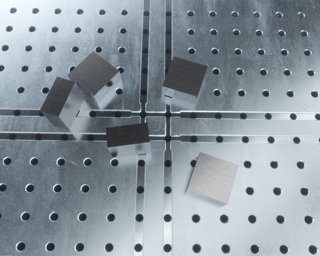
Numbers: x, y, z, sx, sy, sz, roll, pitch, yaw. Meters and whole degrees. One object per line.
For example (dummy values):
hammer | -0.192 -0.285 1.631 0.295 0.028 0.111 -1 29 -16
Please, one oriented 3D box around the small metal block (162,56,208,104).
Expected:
small metal block | 0.035 -0.067 0.437 0.050 0.025 0.050 18 71 6

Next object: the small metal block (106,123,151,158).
small metal block | -0.039 0.017 0.392 0.050 0.050 0.025 -8 71 -3

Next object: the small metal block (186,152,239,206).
small metal block | 0.065 0.064 0.389 0.050 0.025 0.050 19 71 6

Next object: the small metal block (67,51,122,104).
small metal block | -0.091 -0.071 0.437 0.050 0.025 0.050 38 74 12

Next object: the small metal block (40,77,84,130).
small metal block | -0.127 -0.031 0.408 0.025 0.050 0.050 17 71 6
